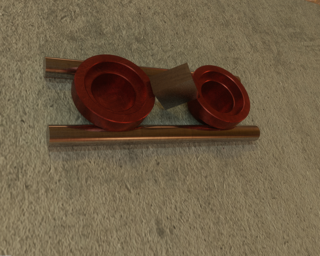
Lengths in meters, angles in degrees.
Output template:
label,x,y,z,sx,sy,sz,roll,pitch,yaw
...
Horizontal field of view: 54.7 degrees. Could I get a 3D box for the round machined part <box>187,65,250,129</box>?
label,x,y,z,sx,sy,sz,roll,pitch,yaw
round machined part,0.079,-0.041,0.455,0.099,0.042,0.098,14,56,-21

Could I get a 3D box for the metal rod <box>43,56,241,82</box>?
label,x,y,z,sx,sy,sz,roll,pitch,yaw
metal rod,-0.007,-0.075,0.446,0.303,0.025,0.025,0,62,-28

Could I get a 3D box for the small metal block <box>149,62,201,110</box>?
label,x,y,z,sx,sy,sz,roll,pitch,yaw
small metal block,0.020,-0.052,0.398,0.050,0.050,0.025,-20,64,11

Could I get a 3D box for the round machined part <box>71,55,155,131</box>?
label,x,y,z,sx,sy,sz,roll,pitch,yaw
round machined part,-0.059,-0.039,0.380,0.099,0.042,0.098,14,56,-21

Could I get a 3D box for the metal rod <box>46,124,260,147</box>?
label,x,y,z,sx,sy,sz,roll,pitch,yaw
metal rod,0.012,0.008,0.406,0.303,0.025,0.025,0,62,-28
